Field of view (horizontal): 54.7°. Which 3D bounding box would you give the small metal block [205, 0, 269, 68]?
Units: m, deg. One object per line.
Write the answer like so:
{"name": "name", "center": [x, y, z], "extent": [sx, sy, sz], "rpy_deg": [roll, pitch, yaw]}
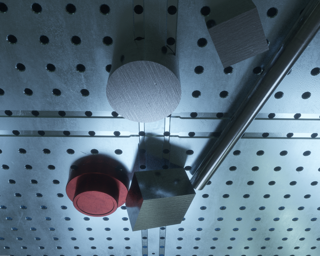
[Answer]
{"name": "small metal block", "center": [0.082, -0.099, 0.329], "extent": [0.050, 0.025, 0.050], "rpy_deg": [-21, 127, 16]}

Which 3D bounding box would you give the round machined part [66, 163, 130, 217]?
{"name": "round machined part", "center": [-0.099, 0.103, 0.487], "extent": [0.099, 0.042, 0.097], "rpy_deg": [-1, 130, 0]}

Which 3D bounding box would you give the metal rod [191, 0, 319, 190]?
{"name": "metal rod", "center": [0.111, -0.019, 0.397], "extent": [0.025, 0.025, 0.298], "rpy_deg": [16, 128, -14]}

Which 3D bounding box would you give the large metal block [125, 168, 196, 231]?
{"name": "large metal block", "center": [-0.002, 0.109, 0.474], "extent": [0.081, 0.050, 0.079], "rpy_deg": [-2, 133, -23]}

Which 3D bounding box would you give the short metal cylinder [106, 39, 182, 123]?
{"name": "short metal cylinder", "center": [-0.017, -0.052, 0.350], "extent": [0.081, 0.050, 0.079], "rpy_deg": [0, 130, 0]}
